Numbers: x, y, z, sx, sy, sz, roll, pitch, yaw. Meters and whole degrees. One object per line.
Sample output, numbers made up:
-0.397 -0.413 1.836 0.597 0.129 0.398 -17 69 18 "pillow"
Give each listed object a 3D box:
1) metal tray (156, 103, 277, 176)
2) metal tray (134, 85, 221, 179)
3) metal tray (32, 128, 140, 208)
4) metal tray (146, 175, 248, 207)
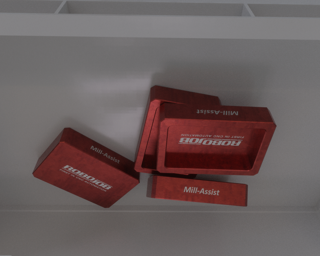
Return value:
0.063 0.016 0.379 0.131 0.030 0.089 2 130 -3 "metal tray"
0.020 0.011 0.415 0.091 0.030 0.129 9 130 -8 "metal tray"
-0.106 0.064 0.459 0.130 0.030 0.090 32 123 -25 "metal tray"
0.049 0.092 0.452 0.131 0.030 0.090 7 168 -6 "metal tray"
